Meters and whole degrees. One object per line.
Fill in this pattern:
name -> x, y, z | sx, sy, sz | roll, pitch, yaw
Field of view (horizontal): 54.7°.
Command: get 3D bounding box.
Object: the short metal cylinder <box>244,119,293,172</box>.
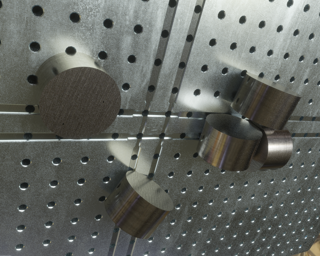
short metal cylinder -> 0.154, 0.026, 0.479 | 0.050, 0.080, 0.079 | 0, 119, -29

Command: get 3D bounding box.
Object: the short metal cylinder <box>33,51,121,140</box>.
short metal cylinder -> -0.088, -0.034, 0.327 | 0.081, 0.050, 0.079 | -14, 125, -21

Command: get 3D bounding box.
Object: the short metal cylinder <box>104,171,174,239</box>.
short metal cylinder -> -0.028, 0.104, 0.426 | 0.080, 0.080, 0.050 | 30, 102, -38

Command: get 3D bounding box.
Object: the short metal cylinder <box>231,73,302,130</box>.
short metal cylinder -> 0.147, -0.038, 0.435 | 0.081, 0.080, 0.050 | 9, 114, -33

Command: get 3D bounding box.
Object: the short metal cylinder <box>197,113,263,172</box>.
short metal cylinder -> 0.098, 0.019, 0.443 | 0.081, 0.080, 0.050 | -1, 119, -29
